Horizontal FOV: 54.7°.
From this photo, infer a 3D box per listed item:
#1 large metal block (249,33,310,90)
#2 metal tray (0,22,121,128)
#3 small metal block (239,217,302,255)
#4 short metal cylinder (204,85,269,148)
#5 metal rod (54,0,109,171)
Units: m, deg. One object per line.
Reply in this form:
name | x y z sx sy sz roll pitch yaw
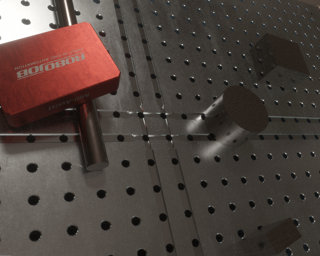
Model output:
large metal block | 0.229 -0.126 0.596 0.081 0.050 0.080 9 58 -24
metal tray | -0.123 -0.066 0.356 0.131 0.030 0.090 -24 71 -23
small metal block | 0.136 0.138 0.383 0.050 0.050 0.025 -14 70 -34
short metal cylinder | 0.114 -0.017 0.466 0.081 0.050 0.080 14 56 -21
metal rod | -0.110 -0.088 0.403 0.025 0.025 0.299 -3 63 -30
